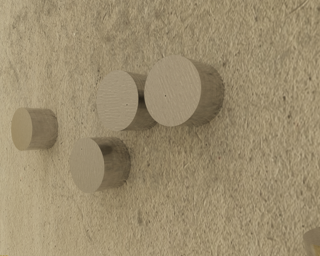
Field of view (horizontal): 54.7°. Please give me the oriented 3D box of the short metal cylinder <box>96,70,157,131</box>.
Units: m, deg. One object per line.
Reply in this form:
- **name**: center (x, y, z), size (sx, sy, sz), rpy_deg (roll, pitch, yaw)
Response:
- **short metal cylinder**: center (-0.041, -0.036, 0.423), size (0.080, 0.050, 0.080), rpy_deg (0, 90, 40)

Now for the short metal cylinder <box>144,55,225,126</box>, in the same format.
- **short metal cylinder**: center (0.028, -0.042, 0.366), size (0.080, 0.050, 0.080), rpy_deg (0, 90, 40)

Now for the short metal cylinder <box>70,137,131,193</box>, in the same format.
- **short metal cylinder**: center (-0.090, 0.053, 0.463), size (0.080, 0.050, 0.080), rpy_deg (0, 90, 40)

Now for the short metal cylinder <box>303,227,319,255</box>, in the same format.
- **short metal cylinder**: center (0.159, 0.106, 0.238), size (0.080, 0.081, 0.050), rpy_deg (-17, 80, 39)

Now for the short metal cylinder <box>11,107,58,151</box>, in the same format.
- **short metal cylinder**: center (-0.237, 0.002, 0.585), size (0.080, 0.050, 0.080), rpy_deg (0, 90, 40)
